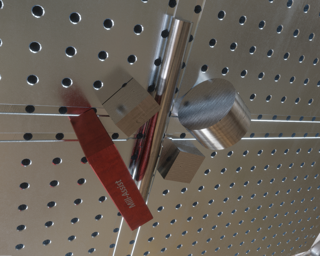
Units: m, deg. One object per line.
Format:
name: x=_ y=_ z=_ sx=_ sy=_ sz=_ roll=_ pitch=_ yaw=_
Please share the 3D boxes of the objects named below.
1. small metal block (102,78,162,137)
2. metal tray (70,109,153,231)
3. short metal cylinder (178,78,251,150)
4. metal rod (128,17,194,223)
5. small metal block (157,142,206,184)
small metal block: x=-0.034 y=-0.025 z=0.361 sx=0.050 sy=0.050 sz=0.025 roll=-41 pitch=130 yaw=0
metal tray: x=-0.057 y=0.051 z=0.370 sx=0.030 sy=0.090 sz=0.129 roll=-29 pitch=129 yaw=-10
short metal cylinder: x=0.071 y=-0.018 z=0.405 sx=0.080 sy=0.080 sz=0.050 roll=-44 pitch=130 yaw=2
metal rod: x=-0.008 y=0.008 z=0.413 sx=0.025 sy=0.025 sz=0.298 roll=0 pitch=119 yaw=-29
small metal block: x=0.032 y=0.053 z=0.464 sx=0.050 sy=0.025 sz=0.050 roll=16 pitch=110 yaw=-35
